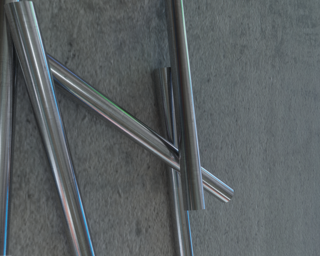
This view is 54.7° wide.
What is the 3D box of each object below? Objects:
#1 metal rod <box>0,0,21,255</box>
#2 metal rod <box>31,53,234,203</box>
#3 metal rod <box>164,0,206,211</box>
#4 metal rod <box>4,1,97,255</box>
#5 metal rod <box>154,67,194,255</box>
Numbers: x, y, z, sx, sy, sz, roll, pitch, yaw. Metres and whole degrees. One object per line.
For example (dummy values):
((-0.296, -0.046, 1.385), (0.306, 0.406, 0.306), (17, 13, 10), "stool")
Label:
((-0.146, 0.010, 0.282), (0.025, 0.025, 0.298), (4, 88, -40), "metal rod")
((-0.014, 0.014, 0.371), (0.301, 0.025, 0.025), (37, 67, -27), "metal rod")
((0.028, -0.051, 0.390), (0.025, 0.025, 0.299), (6, 74, -40), "metal rod")
((-0.099, 0.035, 0.306), (0.025, 0.025, 0.298), (-21, 109, -38), "metal rod")
((0.022, 0.068, 0.425), (0.025, 0.025, 0.298), (-12, 98, -40), "metal rod")
